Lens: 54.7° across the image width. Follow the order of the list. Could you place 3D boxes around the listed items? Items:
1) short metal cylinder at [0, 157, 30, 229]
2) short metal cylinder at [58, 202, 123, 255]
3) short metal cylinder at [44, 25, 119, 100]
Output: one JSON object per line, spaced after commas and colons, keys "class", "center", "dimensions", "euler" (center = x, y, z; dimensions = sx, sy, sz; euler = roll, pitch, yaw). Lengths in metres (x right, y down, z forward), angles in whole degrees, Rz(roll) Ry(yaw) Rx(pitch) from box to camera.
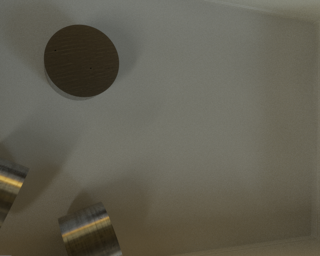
{"class": "short metal cylinder", "center": [-0.177, 0.069, 0.316], "dimensions": [0.050, 0.080, 0.080], "euler": [27, 81, -19]}
{"class": "short metal cylinder", "center": [-0.079, 0.131, 0.353], "dimensions": [0.050, 0.080, 0.080], "euler": [-18, 97, -19]}
{"class": "short metal cylinder", "center": [-0.093, -0.074, 0.363], "dimensions": [0.081, 0.050, 0.079], "euler": [0, 90, -21]}
